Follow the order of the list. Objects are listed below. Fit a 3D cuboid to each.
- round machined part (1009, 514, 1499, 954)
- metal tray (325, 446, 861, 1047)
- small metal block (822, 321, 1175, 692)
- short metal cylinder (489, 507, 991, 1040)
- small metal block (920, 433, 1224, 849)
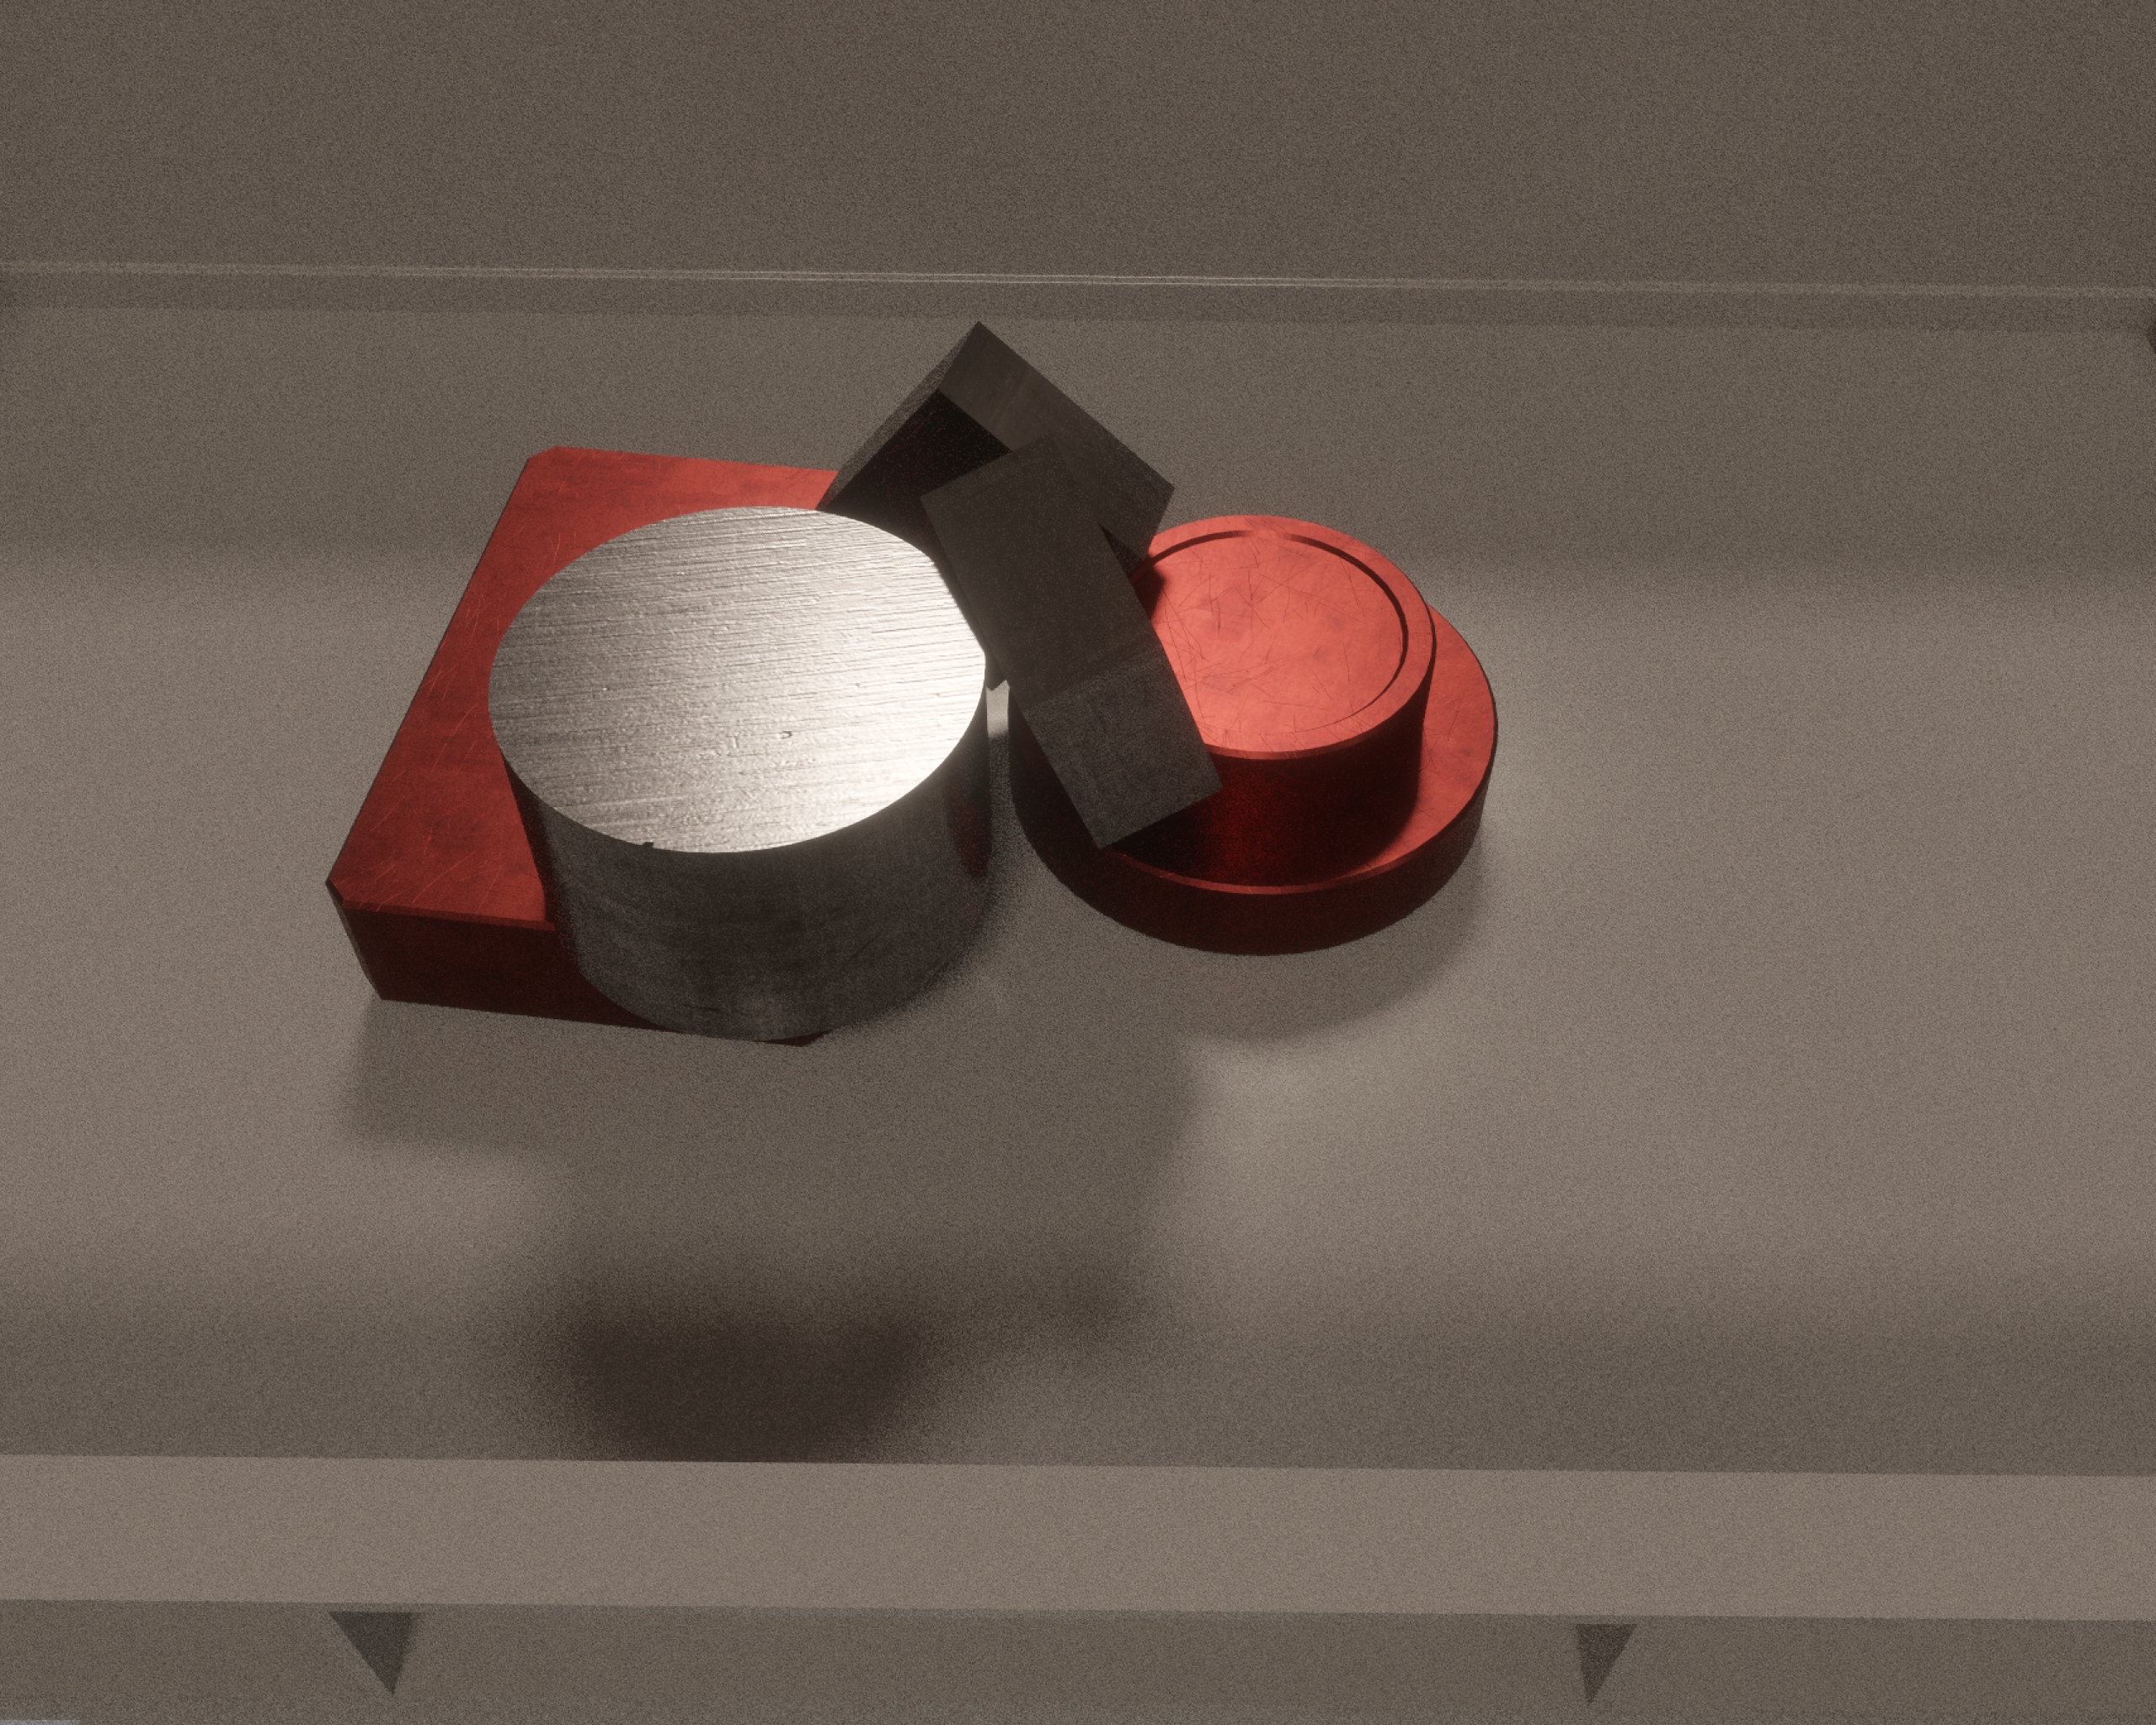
[{"bbox_3d":[0.035,-0.032,0.419,0.099,0.042,0.098,0,50,0],"label":"round machined part"},{"bbox_3d":[-0.082,-0.028,0.420,0.091,0.030,0.130,6,50,4],"label":"metal tray"},{"bbox_3d":[-0.018,-0.069,0.411,0.050,0.050,0.025,38,44,-17],"label":"small metal block"},{"bbox_3d":[-0.056,-0.016,0.361,0.081,0.050,0.080,0,50,0],"label":"short metal cylinder"},{"bbox_3d":[0.000,-0.038,0.368,0.025,0.050,0.050,-26,60,2],"label":"small metal block"}]
